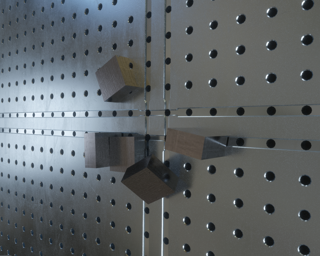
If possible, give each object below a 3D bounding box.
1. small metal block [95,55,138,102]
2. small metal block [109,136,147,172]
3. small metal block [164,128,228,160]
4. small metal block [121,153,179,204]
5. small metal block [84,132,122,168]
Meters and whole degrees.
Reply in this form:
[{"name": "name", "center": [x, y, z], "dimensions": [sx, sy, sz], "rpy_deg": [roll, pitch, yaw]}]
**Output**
[{"name": "small metal block", "center": [-0.065, -0.072, 0.461], "dimensions": [0.050, 0.025, 0.050], "rpy_deg": [-30, 71, 35]}, {"name": "small metal block", "center": [-0.046, 0.037, 0.445], "dimensions": [0.050, 0.025, 0.050], "rpy_deg": [-2, 89, 39]}, {"name": "small metal block", "center": [0.042, 0.017, 0.357], "dimensions": [0.050, 0.050, 0.025], "rpy_deg": [14, 99, 39]}, {"name": "small metal block", "center": [-0.013, 0.067, 0.400], "dimensions": [0.050, 0.025, 0.050], "rpy_deg": [-33, 112, 35]}, {"name": "small metal block", "center": [-0.083, 0.032, 0.459], "dimensions": [0.025, 0.050, 0.050], "rpy_deg": [-4, 88, 40]}]
